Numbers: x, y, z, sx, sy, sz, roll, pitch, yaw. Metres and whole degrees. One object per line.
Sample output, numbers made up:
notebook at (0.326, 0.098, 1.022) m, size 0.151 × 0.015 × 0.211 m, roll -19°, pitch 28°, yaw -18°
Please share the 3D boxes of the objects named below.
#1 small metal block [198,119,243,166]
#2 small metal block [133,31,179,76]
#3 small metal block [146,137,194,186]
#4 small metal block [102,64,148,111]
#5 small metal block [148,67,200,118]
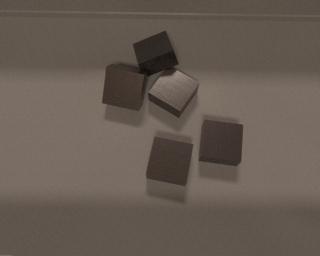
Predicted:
small metal block at (0.079, 0.020, 0.404) m, size 0.050 × 0.025 × 0.050 m, roll 8°, pitch 70°, yaw 2°
small metal block at (-0.007, -0.104, 0.433) m, size 0.050 × 0.025 × 0.050 m, roll -21°, pitch 48°, yaw 6°
small metal block at (0.012, 0.043, 0.394) m, size 0.050 × 0.025 × 0.050 m, roll 11°, pitch 70°, yaw 3°
small metal block at (-0.047, -0.055, 0.415) m, size 0.050 × 0.025 × 0.050 m, roll 13°, pitch 111°, yaw 4°
small metal block at (0.019, -0.050, 0.428) m, size 0.050 × 0.025 × 0.050 m, roll 32°, pitch 73°, yaw 10°
